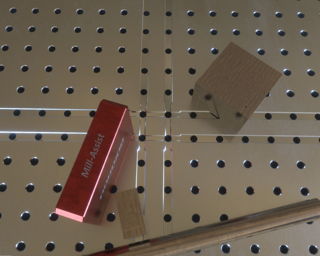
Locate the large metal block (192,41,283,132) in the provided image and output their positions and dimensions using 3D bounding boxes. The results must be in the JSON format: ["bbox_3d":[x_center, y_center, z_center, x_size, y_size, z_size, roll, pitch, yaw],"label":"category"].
[{"bbox_3d":[0.102,-0.055,0.420,0.080,0.050,0.080,37,74,12],"label":"large metal block"}]

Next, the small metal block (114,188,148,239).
[{"bbox_3d":[-0.033,0.101,0.361,0.025,0.050,0.050,-14,71,-5],"label":"small metal block"}]

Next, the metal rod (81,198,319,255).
[{"bbox_3d":[0.047,0.130,0.364,0.302,0.025,0.025,-12,71,-5],"label":"metal rod"}]

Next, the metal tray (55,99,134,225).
[{"bbox_3d":[-0.069,0.043,0.360,0.030,0.090,0.130,17,71,6],"label":"metal tray"}]
